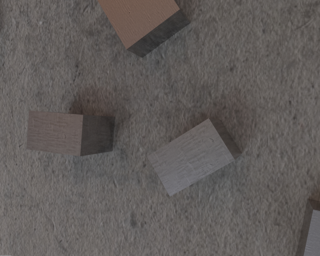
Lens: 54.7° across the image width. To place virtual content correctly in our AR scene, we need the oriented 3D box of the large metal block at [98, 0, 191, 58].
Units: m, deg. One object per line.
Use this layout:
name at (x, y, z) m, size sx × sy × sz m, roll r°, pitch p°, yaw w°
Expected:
large metal block at (-0.020, -0.152, 0.402) m, size 0.080 × 0.050 × 0.080 m, roll -33°, pitch 80°, yaw 16°

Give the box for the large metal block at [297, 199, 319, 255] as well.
large metal block at (0.195, 0.129, 0.327) m, size 0.080 × 0.050 × 0.079 m, roll 11°, pitch 94°, yaw 19°

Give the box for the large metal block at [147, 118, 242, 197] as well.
large metal block at (0.044, 0.032, 0.364) m, size 0.080 × 0.080 × 0.050 m, roll -33°, pitch 80°, yaw 17°

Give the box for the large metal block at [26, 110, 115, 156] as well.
large metal block at (-0.118, 0.006, 0.420) m, size 0.080 × 0.080 × 0.050 m, roll 5°, pitch 92°, yaw 19°
